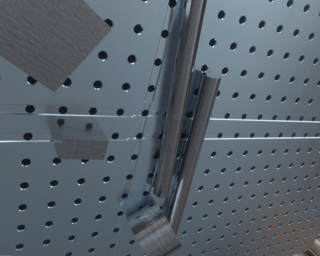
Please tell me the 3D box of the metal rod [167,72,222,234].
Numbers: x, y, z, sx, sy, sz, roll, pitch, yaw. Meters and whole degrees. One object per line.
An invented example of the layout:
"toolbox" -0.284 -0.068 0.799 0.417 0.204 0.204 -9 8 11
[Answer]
"metal rod" 0.042 0.061 0.473 0.025 0.025 0.298 -3 120 -27

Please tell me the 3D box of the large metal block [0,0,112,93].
"large metal block" -0.106 -0.093 0.280 0.080 0.050 0.080 -47 130 4

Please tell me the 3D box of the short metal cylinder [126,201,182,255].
"short metal cylinder" -0.009 0.158 0.470 0.050 0.080 0.080 -30 129 -10

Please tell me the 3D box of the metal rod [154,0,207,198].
"metal rod" 0.023 -0.031 0.405 0.025 0.025 0.298 -6 121 -26

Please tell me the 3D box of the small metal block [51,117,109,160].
"small metal block" -0.092 0.012 0.353 0.050 0.050 0.025 5 116 -31
